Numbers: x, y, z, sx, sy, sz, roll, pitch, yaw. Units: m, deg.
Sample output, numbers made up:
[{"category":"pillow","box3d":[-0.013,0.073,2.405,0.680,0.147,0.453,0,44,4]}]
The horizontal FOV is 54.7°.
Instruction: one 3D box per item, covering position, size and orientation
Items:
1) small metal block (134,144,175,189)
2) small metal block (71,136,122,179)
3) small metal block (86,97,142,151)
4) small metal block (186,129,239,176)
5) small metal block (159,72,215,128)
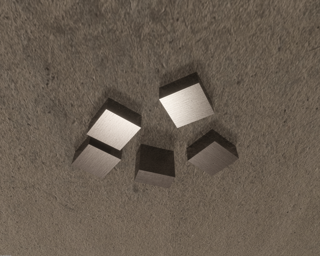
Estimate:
[{"category":"small metal block","box3d":[-0.007,0.053,0.436,0.050,0.050,0.025,14,129,-12]},{"category":"small metal block","box3d":[-0.089,0.040,0.440,0.050,0.025,0.050,30,124,-23]},{"category":"small metal block","box3d":[-0.059,-0.004,0.403,0.050,0.025,0.050,29,124,-23]},{"category":"small metal block","box3d":[0.074,0.036,0.439,0.050,0.025,0.050,34,122,-26]},{"category":"small metal block","box3d":[0.033,-0.034,0.379,0.050,0.025,0.050,-22,127,17]}]
